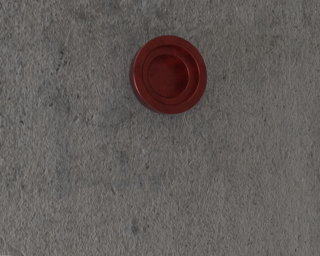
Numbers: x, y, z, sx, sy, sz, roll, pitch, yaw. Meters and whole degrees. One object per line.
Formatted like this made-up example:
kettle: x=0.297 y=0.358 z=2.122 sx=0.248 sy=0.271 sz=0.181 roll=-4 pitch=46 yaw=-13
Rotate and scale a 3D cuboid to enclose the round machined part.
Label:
round machined part: x=0.008 y=-0.066 z=0.402 sx=0.099 sy=0.042 sz=0.097 roll=0 pitch=90 yaw=-20
